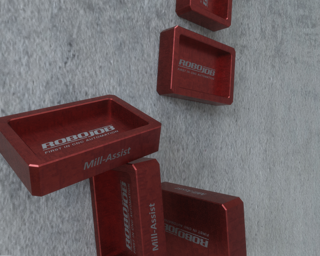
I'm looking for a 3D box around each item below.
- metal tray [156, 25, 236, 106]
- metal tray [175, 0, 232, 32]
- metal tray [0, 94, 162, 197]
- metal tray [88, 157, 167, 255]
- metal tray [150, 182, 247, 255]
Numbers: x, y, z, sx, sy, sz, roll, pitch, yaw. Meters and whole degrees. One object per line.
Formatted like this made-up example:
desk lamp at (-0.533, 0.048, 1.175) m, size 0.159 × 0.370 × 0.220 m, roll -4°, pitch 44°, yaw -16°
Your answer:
metal tray at (0.057, -0.085, 0.451) m, size 0.131 × 0.030 × 0.089 m, roll 6°, pitch 86°, yaw -40°
metal tray at (0.070, -0.221, 0.461) m, size 0.091 × 0.030 × 0.129 m, roll 6°, pitch 86°, yaw -40°
metal tray at (-0.075, 0.007, 0.297) m, size 0.131 × 0.090 × 0.030 m, roll -18°, pitch 127°, yaw -39°
metal tray at (-0.036, 0.096, 0.332) m, size 0.030 × 0.090 × 0.129 m, roll -8°, pitch 96°, yaw -42°
metal tray at (0.039, 0.120, 0.371) m, size 0.030 × 0.130 × 0.089 m, roll -8°, pitch 95°, yaw -40°
